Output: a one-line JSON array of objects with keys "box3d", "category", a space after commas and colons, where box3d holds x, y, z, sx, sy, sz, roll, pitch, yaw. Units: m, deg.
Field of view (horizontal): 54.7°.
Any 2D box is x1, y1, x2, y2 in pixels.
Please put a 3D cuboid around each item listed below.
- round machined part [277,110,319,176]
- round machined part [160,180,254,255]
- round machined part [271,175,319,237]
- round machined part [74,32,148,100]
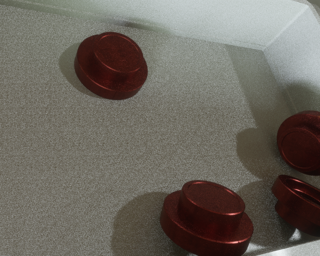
[{"box3d": [0.218, 0.026, 0.460, 0.042, 0.097, 0.098, -21, 73, -36], "category": "round machined part"}, {"box3d": [0.052, 0.091, 0.333, 0.099, 0.042, 0.098, 12, 16, -3], "category": "round machined part"}, {"box3d": [0.195, 0.106, 0.414, 0.098, 0.042, 0.098, 22, 14, -6], "category": "round machined part"}, {"box3d": [-0.061, -0.090, 0.416, 0.099, 0.042, 0.098, 14, 56, -21], "category": "round machined part"}]
